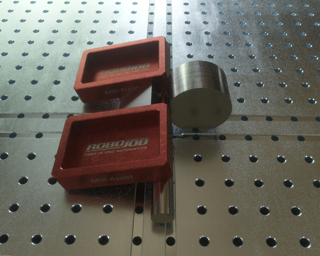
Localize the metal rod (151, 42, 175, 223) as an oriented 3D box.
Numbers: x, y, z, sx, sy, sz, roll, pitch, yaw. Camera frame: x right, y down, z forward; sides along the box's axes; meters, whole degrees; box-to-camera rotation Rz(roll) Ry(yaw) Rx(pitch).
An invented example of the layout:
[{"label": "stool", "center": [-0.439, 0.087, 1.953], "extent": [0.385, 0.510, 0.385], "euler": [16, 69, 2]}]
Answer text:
[{"label": "metal rod", "center": [0.004, -0.020, 0.419], "extent": [0.025, 0.025, 0.300], "euler": [0, 50, 0]}]

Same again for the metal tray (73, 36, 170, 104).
[{"label": "metal tray", "center": [-0.053, -0.086, 0.454], "extent": [0.131, 0.030, 0.090], "euler": [-8, 49, 9]}]

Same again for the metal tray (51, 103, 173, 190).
[{"label": "metal tray", "center": [-0.052, 0.021, 0.364], "extent": [0.131, 0.030, 0.090], "euler": [-8, 50, 9]}]

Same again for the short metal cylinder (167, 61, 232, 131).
[{"label": "short metal cylinder", "center": [0.049, -0.040, 0.401], "extent": [0.081, 0.080, 0.050], "euler": [0, 50, 0]}]

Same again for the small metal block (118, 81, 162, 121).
[{"label": "small metal block", "center": [-0.026, -0.029, 0.413], "extent": [0.050, 0.025, 0.050], "euler": [-21, 45, 24]}]
